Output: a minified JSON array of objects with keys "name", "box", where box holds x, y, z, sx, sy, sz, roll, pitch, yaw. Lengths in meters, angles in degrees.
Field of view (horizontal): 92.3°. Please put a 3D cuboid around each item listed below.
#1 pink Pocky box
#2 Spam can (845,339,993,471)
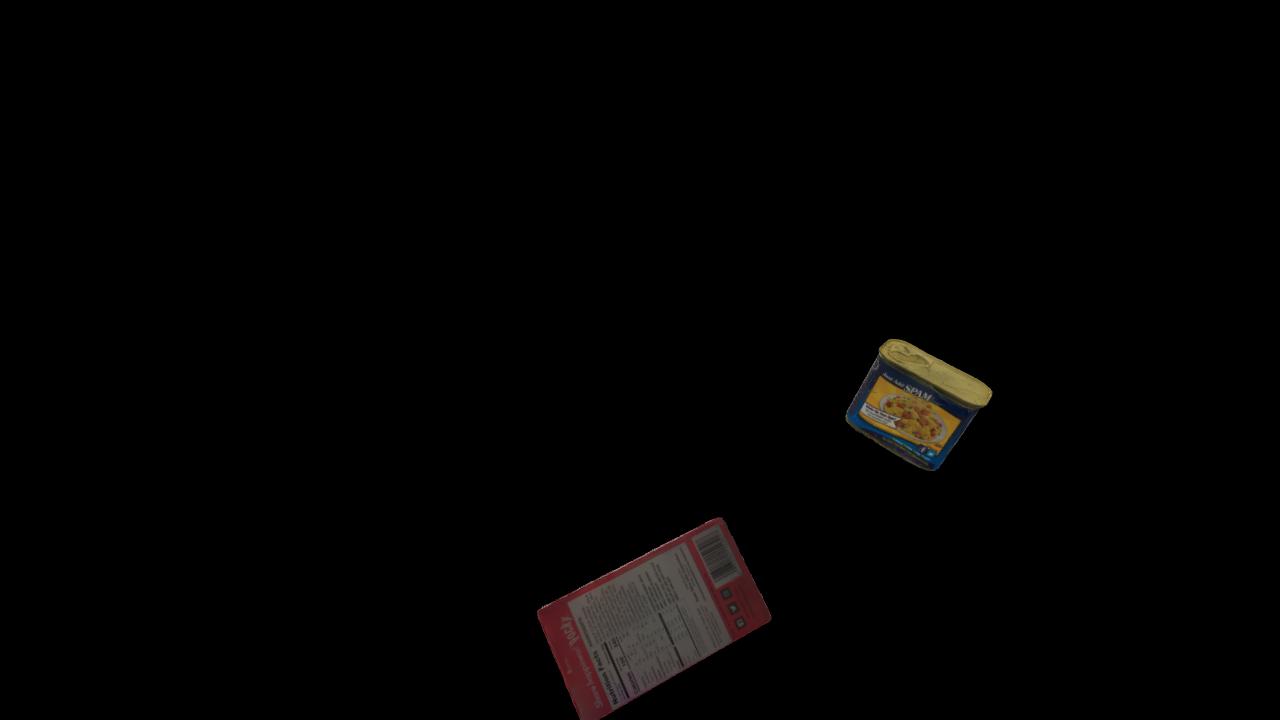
[{"name":"pink Pocky box","box":[0.011,0.189,0.456,0.155,0.084,0.029,-24,-12,-13]},{"name":"Spam can","box":[0.258,0.043,0.580,0.101,0.085,0.058,34,36,26]}]
